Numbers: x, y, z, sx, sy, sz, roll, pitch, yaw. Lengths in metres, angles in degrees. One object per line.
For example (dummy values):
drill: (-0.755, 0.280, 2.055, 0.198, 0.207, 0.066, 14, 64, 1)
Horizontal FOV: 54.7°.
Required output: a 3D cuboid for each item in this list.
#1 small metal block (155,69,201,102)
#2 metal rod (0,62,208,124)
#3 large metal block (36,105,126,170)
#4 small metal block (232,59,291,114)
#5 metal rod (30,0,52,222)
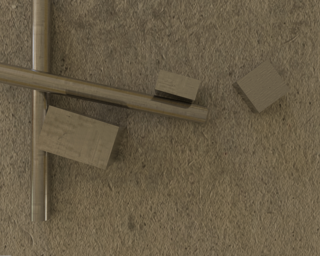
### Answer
small metal block: (0.021, -0.052, 0.398, 0.050, 0.050, 0.025, 16, 90, -1)
metal rod: (-0.088, -0.046, 0.391, 0.302, 0.025, 0.025, 11, 90, -8)
large metal block: (-0.091, 0.010, 0.381, 0.080, 0.080, 0.050, 17, 90, -1)
small metal block: (0.134, -0.054, 0.412, 0.050, 0.025, 0.050, -36, 90, 0)
metal rod: (-0.157, -0.029, 0.407, 0.025, 0.025, 0.298, 0, 90, -1)
